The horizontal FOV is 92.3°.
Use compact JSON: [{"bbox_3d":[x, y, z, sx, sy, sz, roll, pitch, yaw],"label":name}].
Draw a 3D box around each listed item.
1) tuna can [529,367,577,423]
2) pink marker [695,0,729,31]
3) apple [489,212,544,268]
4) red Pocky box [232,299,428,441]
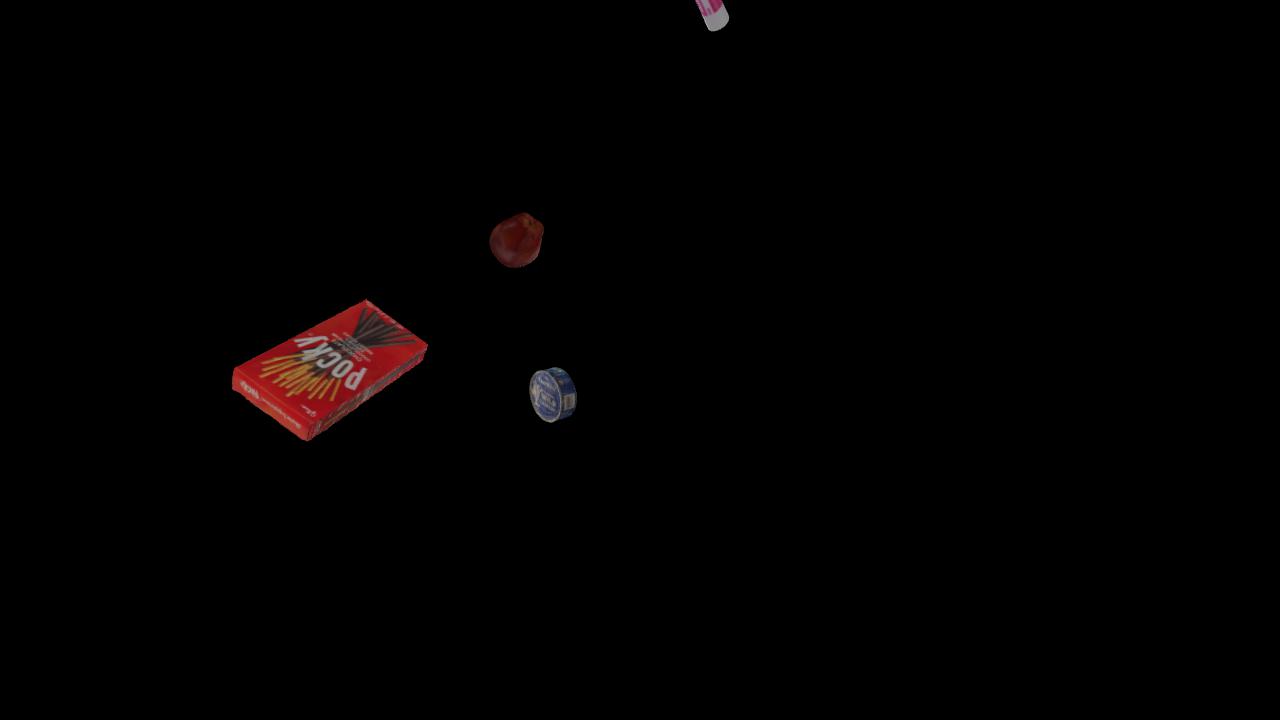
[{"bbox_3d":[-0.137,0.054,0.971,0.034,0.084,0.084,-15,10,-42],"label":"tuna can"},{"bbox_3d":[0.035,-0.299,0.453,0.020,0.020,0.121,0,-24,32],"label":"pink marker"},{"bbox_3d":[-0.195,-0.189,0.973,0.079,0.079,0.093,0,-23,-42],"label":"apple"},{"bbox_3d":[-0.278,0.003,0.569,0.083,0.028,0.155,36,35,1],"label":"red Pocky box"}]
